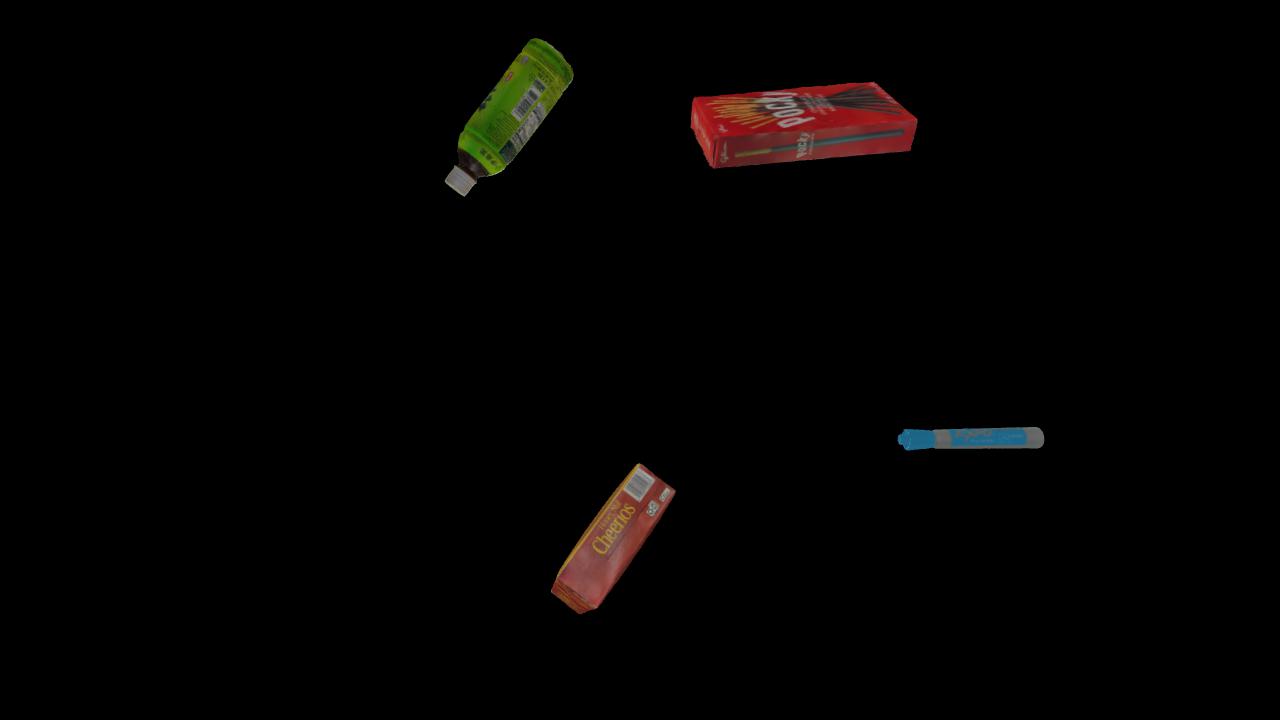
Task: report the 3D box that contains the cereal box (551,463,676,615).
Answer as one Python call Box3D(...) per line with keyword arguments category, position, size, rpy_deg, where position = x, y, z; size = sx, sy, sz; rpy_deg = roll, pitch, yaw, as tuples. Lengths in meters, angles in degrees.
Box3D(category="cereal box", position=(-0.054, 0.299, 0.992), size=(0.081, 0.203, 0.306), rpy_deg=(36, -24, 6))

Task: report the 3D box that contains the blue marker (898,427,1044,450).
Box3D(category="blue marker", position=(0.288, 0.069, 0.539), size=(0.121, 0.020, 0.020), rpy_deg=(-1, 0, 1))

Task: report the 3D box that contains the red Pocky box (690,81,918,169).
Box3D(category="red Pocky box", position=(0.123, -0.183, 0.476), size=(0.155, 0.028, 0.083), rpy_deg=(-7, 44, -4))

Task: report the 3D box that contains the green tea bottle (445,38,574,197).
Box3D(category="green tea bottle", position=(-0.170, -0.299, 0.774), size=(0.073, 0.212, 0.073), rpy_deg=(36, -4, 3))
